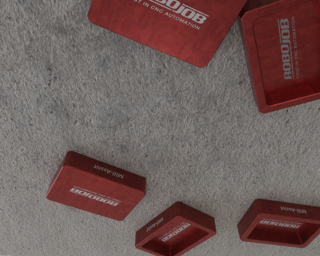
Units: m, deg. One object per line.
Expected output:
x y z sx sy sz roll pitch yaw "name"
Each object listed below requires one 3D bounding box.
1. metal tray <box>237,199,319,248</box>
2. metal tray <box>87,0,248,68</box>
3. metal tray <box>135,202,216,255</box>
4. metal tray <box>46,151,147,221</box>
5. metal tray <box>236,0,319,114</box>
0.217 0.172 0.552 0.131 0.030 0.089 9 130 -8 "metal tray"
0.007 -0.123 0.299 0.131 0.030 0.089 19 128 -16 "metal tray"
0.027 0.193 0.567 0.090 0.030 0.129 30 124 -24 "metal tray"
-0.098 0.094 0.483 0.131 0.030 0.089 23 126 -19 "metal tray"
0.141 -0.082 0.334 0.090 0.030 0.130 -16 129 12 "metal tray"
